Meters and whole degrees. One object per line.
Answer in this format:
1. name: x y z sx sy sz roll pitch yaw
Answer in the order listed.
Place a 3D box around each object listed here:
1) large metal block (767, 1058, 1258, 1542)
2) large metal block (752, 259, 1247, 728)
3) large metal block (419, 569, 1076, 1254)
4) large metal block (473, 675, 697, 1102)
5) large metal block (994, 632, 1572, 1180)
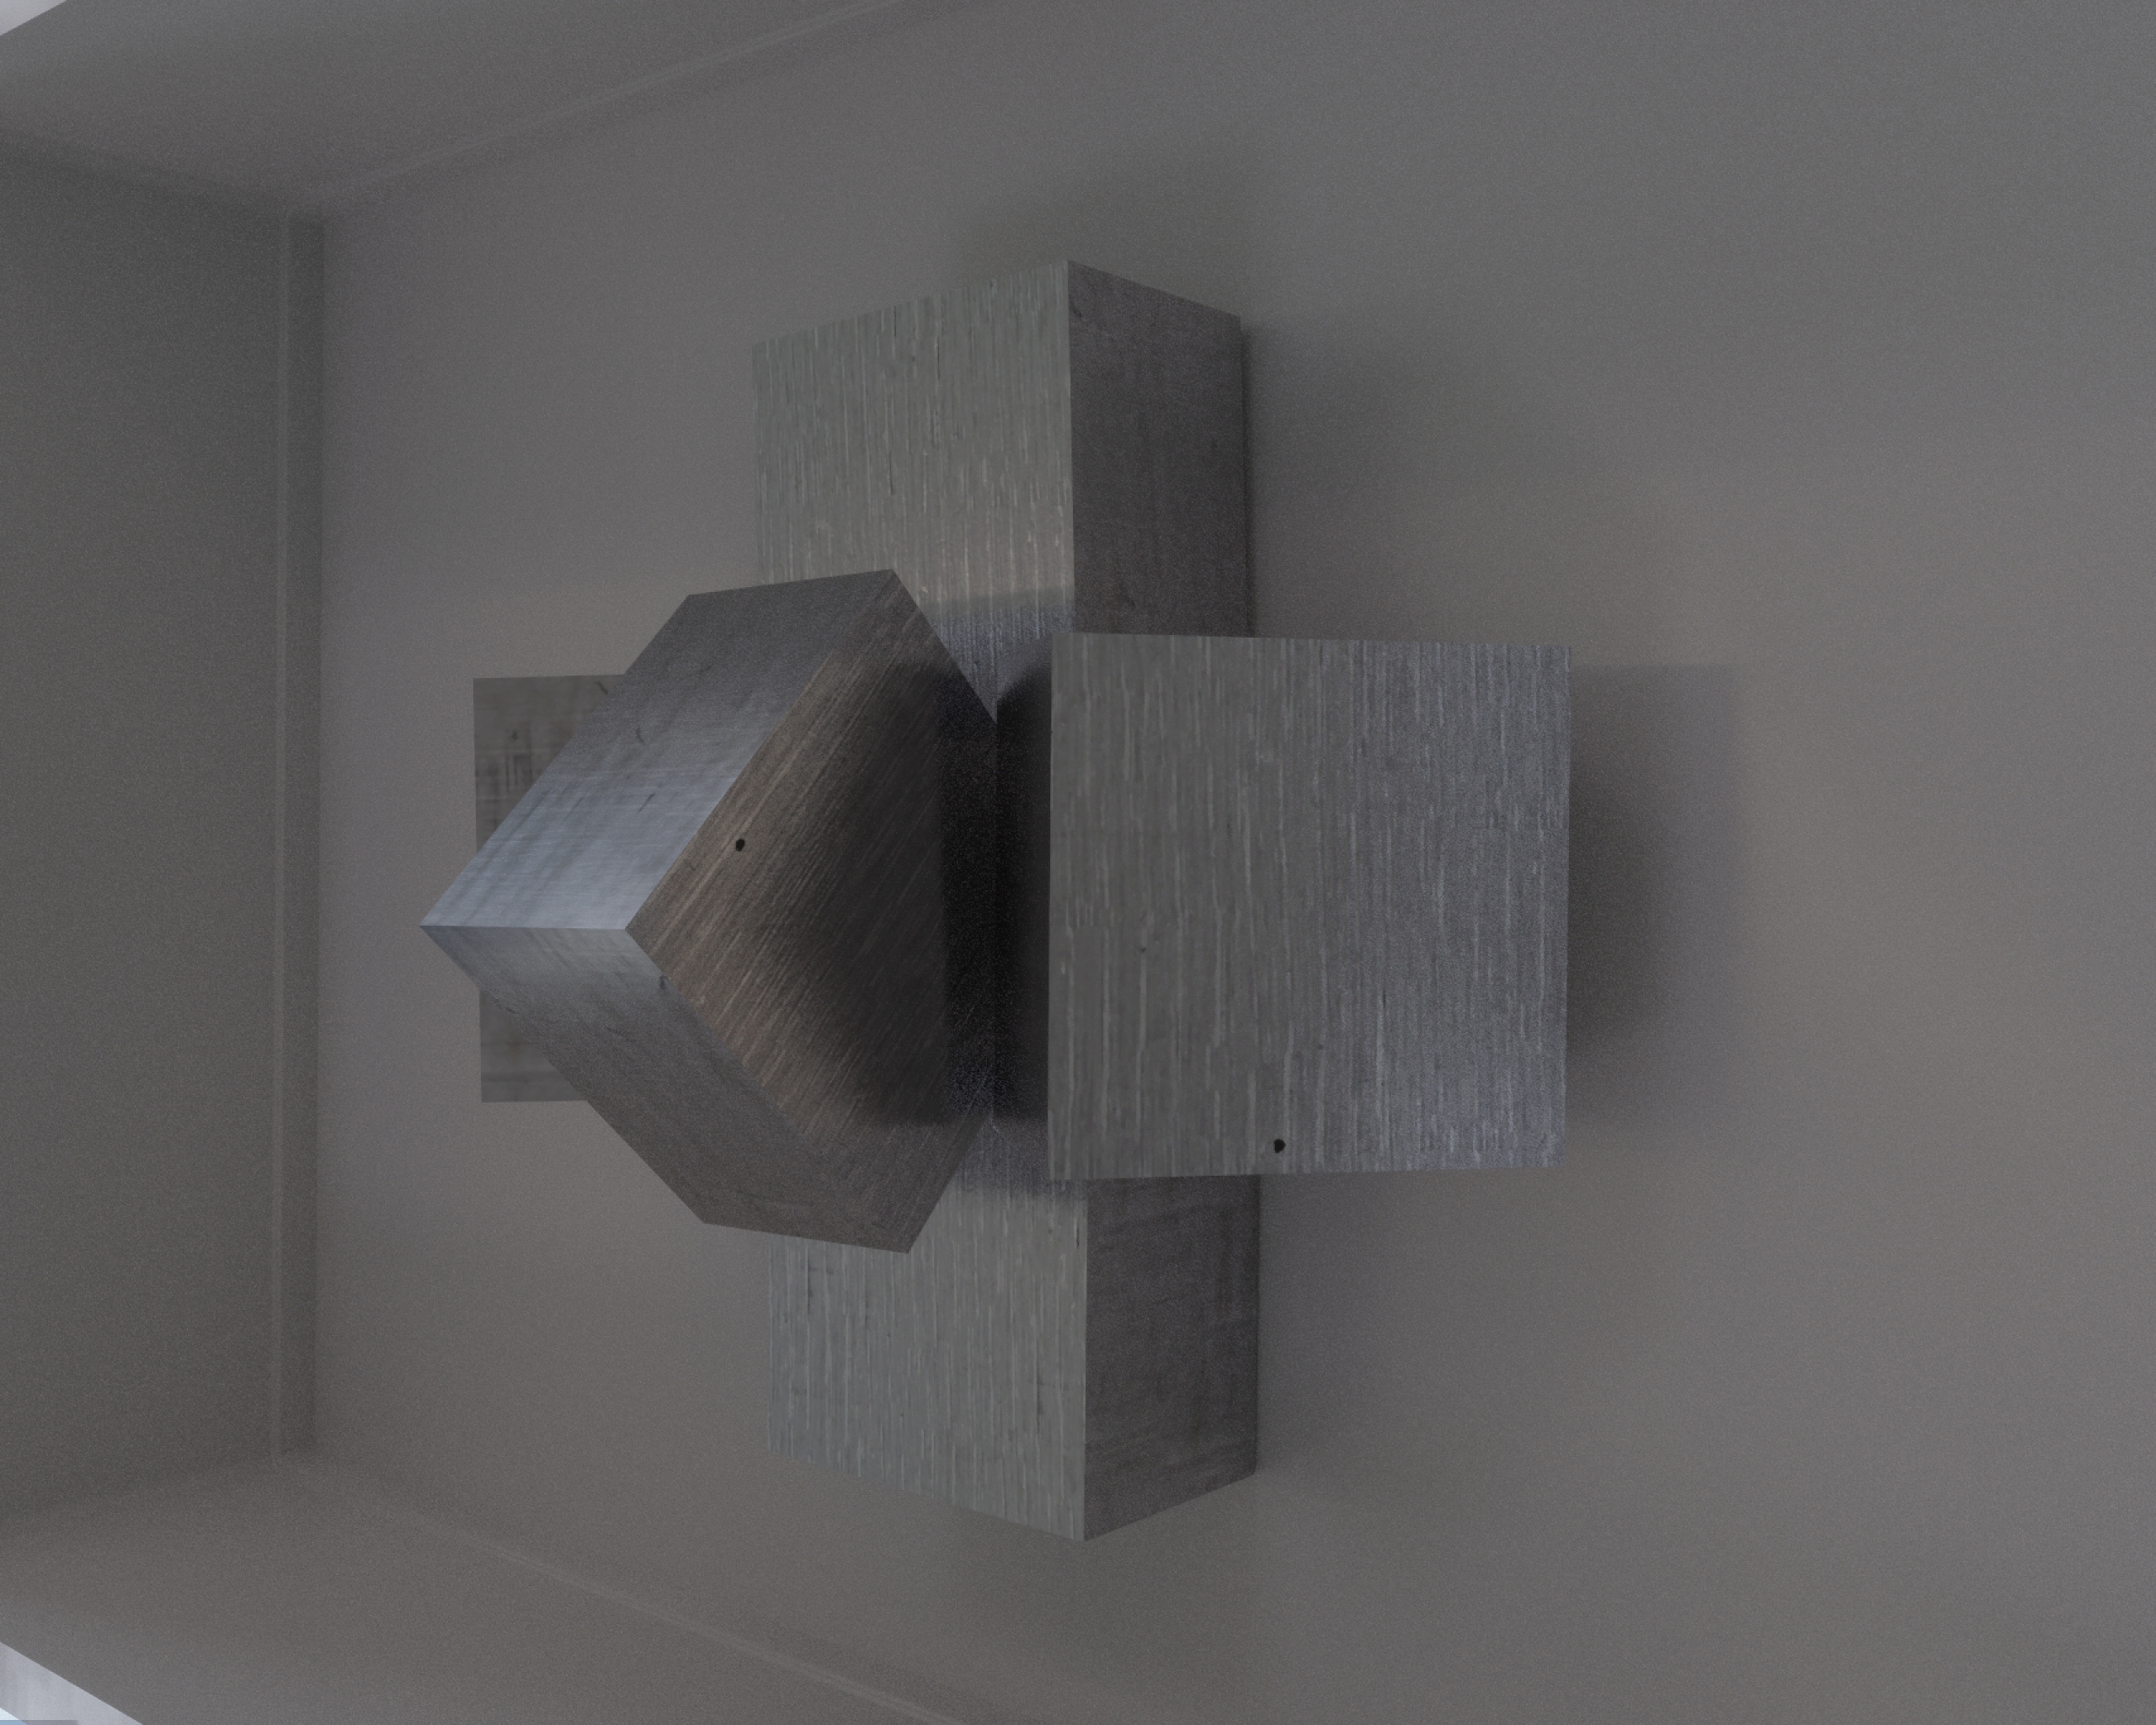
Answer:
1. large metal block: -0.013 0.075 0.400 0.080 0.050 0.080 1 91 40
2. large metal block: -0.016 -0.062 0.398 0.080 0.050 0.080 -2 89 40
3. large metal block: -0.049 0.008 0.358 0.050 0.080 0.080 -1 46 39
4. large metal block: -0.085 0.005 0.430 0.050 0.080 0.080 -1 90 4
5. large metal block: 0.031 0.006 0.335 0.050 0.081 0.079 -174 84 -78
